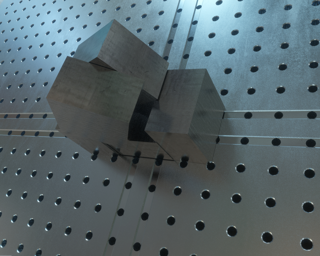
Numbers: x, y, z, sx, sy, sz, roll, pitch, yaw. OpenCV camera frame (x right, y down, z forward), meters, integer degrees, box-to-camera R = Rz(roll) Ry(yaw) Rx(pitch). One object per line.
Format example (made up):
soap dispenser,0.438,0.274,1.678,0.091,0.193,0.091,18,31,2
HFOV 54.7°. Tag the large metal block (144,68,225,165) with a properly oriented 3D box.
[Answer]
large metal block,0.033,-0.012,0.361,0.050,0.080,0.080,4,64,30

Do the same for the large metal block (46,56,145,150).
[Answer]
large metal block,-0.066,-0.023,0.334,0.080,0.080,0.050,17,67,-1

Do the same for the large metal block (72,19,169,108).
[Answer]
large metal block,-0.051,-0.066,0.357,0.080,0.080,0.050,-12,53,48

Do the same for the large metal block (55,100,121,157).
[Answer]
large metal block,-0.083,-0.014,0.424,0.050,0.080,0.080,2,63,29

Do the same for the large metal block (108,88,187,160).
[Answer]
large metal block,-0.018,-0.008,0.403,0.080,0.050,0.080,3,63,29
